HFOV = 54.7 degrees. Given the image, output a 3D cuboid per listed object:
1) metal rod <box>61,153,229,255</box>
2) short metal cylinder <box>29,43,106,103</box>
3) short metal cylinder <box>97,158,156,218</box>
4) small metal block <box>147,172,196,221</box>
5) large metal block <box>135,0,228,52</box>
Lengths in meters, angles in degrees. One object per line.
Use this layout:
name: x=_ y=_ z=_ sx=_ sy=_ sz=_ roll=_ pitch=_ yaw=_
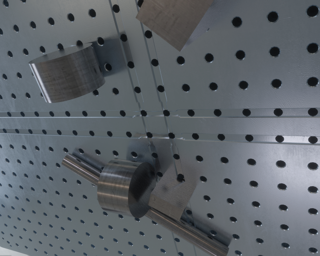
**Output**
metal rod: x=-0.029 y=0.125 z=0.503 sx=0.301 sy=0.025 sz=0.025 roll=29 pitch=128 yaw=9
short metal cylinder: x=-0.116 y=-0.071 z=0.393 sx=0.080 sy=0.080 sz=0.050 roll=-2 pitch=118 yaw=29
short metal cylinder: x=-0.047 y=0.087 z=0.454 sx=0.050 sy=0.080 sz=0.079 roll=4 pitch=120 yaw=26
small metal block: x=0.017 y=0.098 z=0.446 sx=0.050 sy=0.050 sz=0.025 roll=25 pitch=127 yaw=12
large metal block: x=0.033 y=-0.126 z=0.280 sx=0.050 sy=0.080 sz=0.080 roll=38 pitch=129 yaw=2
